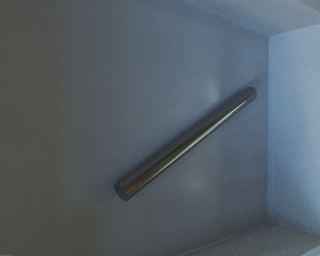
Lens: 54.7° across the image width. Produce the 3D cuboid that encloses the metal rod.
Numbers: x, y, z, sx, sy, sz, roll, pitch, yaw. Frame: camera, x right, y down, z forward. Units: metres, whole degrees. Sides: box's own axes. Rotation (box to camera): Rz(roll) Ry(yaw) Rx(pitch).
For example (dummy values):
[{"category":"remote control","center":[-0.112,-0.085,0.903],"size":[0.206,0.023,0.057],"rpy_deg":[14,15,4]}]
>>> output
[{"category":"metal rod","center":[0.056,0.008,0.456],"size":[0.302,0.025,0.025],"rpy_deg":[-34,111,-35]}]
